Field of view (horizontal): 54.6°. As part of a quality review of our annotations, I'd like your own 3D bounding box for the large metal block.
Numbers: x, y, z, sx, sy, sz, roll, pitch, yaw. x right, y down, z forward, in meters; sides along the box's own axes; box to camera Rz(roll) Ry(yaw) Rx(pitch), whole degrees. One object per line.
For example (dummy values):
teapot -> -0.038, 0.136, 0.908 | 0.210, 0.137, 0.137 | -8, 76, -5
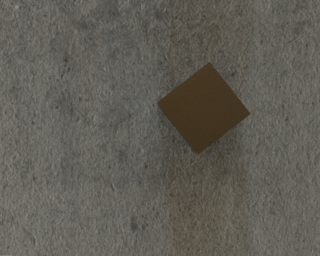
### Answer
large metal block -> 0.053, -0.024, 0.398 | 0.080, 0.050, 0.080 | -38, 90, 0
